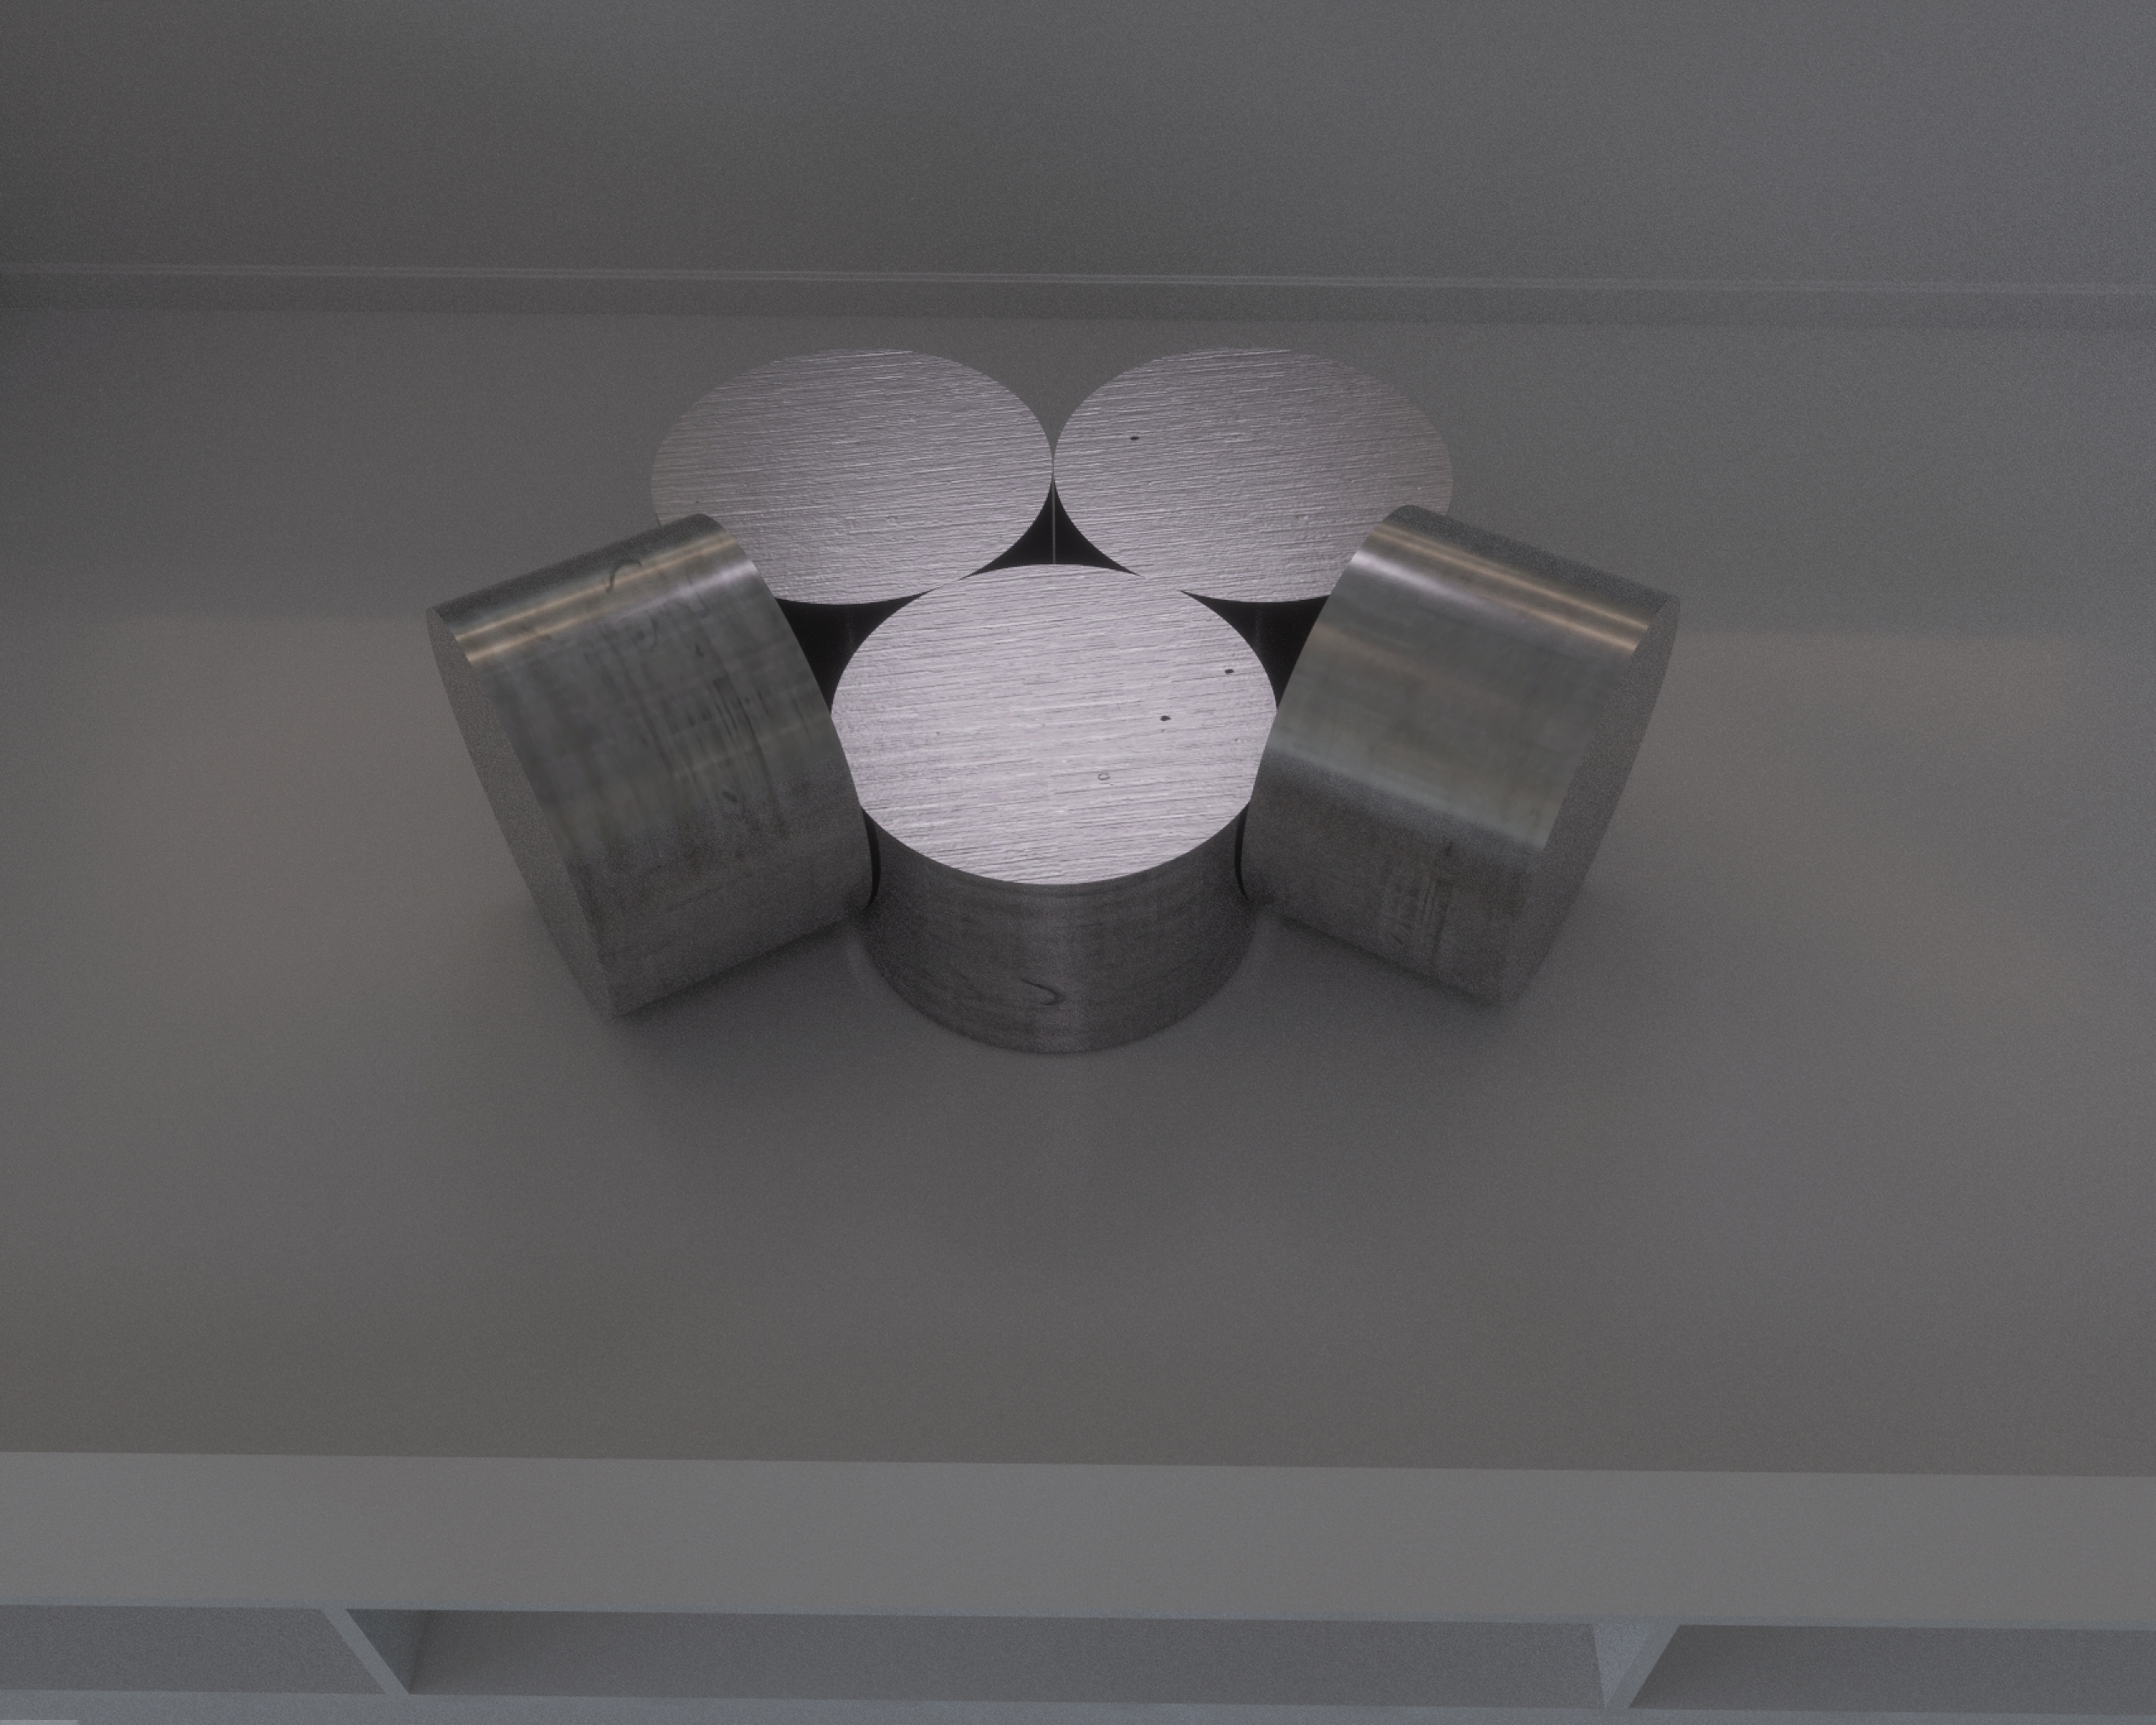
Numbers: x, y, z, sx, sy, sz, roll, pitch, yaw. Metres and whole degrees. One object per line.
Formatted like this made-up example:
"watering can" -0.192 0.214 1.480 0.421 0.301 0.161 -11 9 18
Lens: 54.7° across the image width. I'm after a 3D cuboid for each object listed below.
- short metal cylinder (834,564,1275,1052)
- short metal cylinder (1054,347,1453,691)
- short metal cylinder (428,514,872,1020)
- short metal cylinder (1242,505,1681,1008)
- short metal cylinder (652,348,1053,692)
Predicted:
"short metal cylinder" -0.004 -0.011 0.396 0.080 0.050 0.080 0 50 0
"short metal cylinder" 0.035 -0.064 0.441 0.080 0.050 0.080 0 50 0
"short metal cylinder" -0.079 -0.018 0.382 0.050 0.080 0.080 -24 54 -19
"short metal cylinder" 0.071 -0.020 0.384 0.050 0.080 0.080 23 54 18
"short metal cylinder" -0.045 -0.064 0.440 0.080 0.050 0.080 0 50 0
